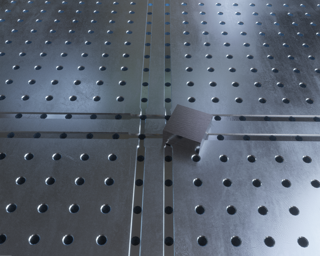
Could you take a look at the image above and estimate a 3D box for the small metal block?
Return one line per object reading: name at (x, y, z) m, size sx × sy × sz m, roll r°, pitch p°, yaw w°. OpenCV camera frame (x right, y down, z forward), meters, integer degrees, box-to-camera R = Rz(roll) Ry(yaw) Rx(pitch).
small metal block at (0.037, 0.001, 0.408) m, size 0.050 × 0.025 × 0.050 m, roll 19°, pitch 52°, yaw 14°
